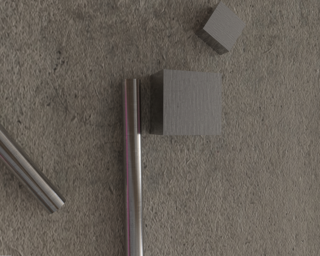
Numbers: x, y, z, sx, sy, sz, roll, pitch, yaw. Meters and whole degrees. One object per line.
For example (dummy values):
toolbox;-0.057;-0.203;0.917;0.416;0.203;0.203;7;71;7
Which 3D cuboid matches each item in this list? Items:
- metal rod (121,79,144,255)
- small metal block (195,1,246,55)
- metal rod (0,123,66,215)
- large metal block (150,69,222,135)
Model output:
metal rod;-0.034;0.088;0.397;0.025;0.025;0.298;-1;91;-20
small metal block;0.086;-0.142;0.442;0.050;0.025;0.050;35;78;-17
metal rod;-0.206;-0.026;0.332;0.025;0.025;0.299;-39;103;-16
large metal block;0.033;-0.031;0.409;0.081;0.050;0.079;0;90;-21
